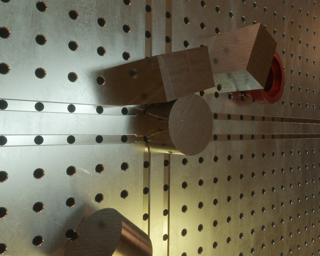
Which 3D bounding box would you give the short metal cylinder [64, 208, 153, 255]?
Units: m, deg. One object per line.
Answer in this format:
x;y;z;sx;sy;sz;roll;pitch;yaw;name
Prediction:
-0.055;0.133;0.327;0.050;0.080;0.080;48;61;-29;short metal cylinder

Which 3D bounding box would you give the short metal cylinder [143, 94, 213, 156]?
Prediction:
0.025;-0.005;0.414;0.081;0.050;0.080;0;90;-40;short metal cylinder

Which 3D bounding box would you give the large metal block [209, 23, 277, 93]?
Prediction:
0.121;-0.104;0.474;0.050;0.080;0.080;33;70;-35;large metal block

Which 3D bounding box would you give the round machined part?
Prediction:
0.176;-0.090;0.543;0.099;0.042;0.097;2;87;-42;round machined part

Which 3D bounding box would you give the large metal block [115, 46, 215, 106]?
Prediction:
0.006;-0.063;0.378;0.081;0.080;0.050;-21;104;-38;large metal block
